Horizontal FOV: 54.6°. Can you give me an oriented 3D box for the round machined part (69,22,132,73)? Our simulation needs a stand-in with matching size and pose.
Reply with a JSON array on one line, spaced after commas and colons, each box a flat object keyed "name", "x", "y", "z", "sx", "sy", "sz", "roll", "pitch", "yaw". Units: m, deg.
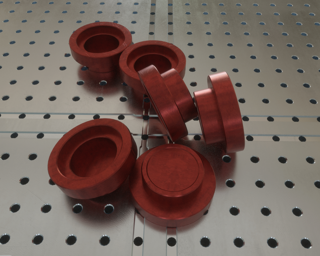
[{"name": "round machined part", "x": -0.094, "y": -0.128, "z": 0.504, "sx": 0.099, "sy": 0.042, "sz": 0.098, "roll": 0, "pitch": 50, "yaw": 0}]

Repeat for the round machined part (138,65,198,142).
[{"name": "round machined part", "x": 0.013, "y": -0.035, "z": 0.385, "sx": 0.042, "sy": 0.098, "sz": 0.098, "roll": -27, "pitch": 54, "yaw": -1}]

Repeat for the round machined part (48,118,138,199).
[{"name": "round machined part", "x": -0.072, "y": 0.038, "z": 0.354, "sx": 0.098, "sy": 0.042, "sz": 0.098, "roll": -10, "pitch": 46, "yaw": 11}]

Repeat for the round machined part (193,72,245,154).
[{"name": "round machined part", "x": 0.068, "y": -0.016, "z": 0.376, "sx": 0.042, "sy": 0.098, "sz": 0.098, "roll": -13, "pitch": 50, "yaw": 6}]

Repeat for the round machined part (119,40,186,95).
[{"name": "round machined part", "x": -0.011, "y": -0.087, "z": 0.470, "sx": 0.099, "sy": 0.042, "sz": 0.098, "roll": 0, "pitch": 50, "yaw": 0}]

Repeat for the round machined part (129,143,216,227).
[{"name": "round machined part", "x": 0.014, "y": 0.056, "z": 0.350, "sx": 0.099, "sy": 0.042, "sz": 0.098, "roll": 0, "pitch": 50, "yaw": 0}]
